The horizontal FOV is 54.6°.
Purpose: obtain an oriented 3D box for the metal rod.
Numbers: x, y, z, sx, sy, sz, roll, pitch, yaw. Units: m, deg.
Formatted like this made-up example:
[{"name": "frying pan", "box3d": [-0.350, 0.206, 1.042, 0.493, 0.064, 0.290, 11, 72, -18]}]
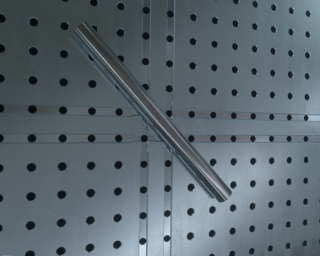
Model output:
[{"name": "metal rod", "box3d": [-0.003, -0.012, 0.412, 0.025, 0.025, 0.300, -45, 104, -14]}]
